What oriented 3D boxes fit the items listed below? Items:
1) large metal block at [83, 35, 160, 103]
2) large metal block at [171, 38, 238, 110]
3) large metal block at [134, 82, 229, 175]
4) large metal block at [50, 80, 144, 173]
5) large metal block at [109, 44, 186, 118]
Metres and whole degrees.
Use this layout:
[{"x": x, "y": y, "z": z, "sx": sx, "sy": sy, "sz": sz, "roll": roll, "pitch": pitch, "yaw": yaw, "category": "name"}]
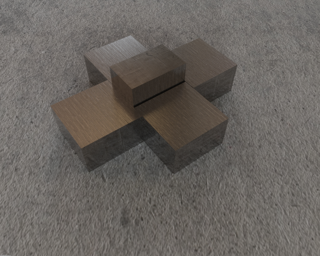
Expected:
[{"x": -0.053, "y": -0.083, "z": 0.457, "sx": 0.081, "sy": 0.050, "sz": 0.080, "roll": -30, "pitch": 56, "yaw": -23, "category": "large metal block"}, {"x": 0.051, "y": -0.079, "z": 0.454, "sx": 0.081, "sy": 0.050, "sz": 0.080, "roll": -30, "pitch": 56, "yaw": -23, "category": "large metal block"}, {"x": 0.025, "y": -0.002, "z": 0.390, "sx": 0.081, "sy": 0.050, "sz": 0.080, "roll": -30, "pitch": 56, "yaw": -23, "category": "large metal block"}, {"x": -0.077, "y": -0.005, "z": 0.390, "sx": 0.081, "sy": 0.050, "sz": 0.080, "roll": -30, "pitch": 56, "yaw": -23, "category": "large metal block"}, {"x": -0.015, "y": -0.053, "z": 0.413, "sx": 0.081, "sy": 0.080, "sz": 0.050, "roll": -30, "pitch": 56, "yaw": -23, "category": "large metal block"}]
